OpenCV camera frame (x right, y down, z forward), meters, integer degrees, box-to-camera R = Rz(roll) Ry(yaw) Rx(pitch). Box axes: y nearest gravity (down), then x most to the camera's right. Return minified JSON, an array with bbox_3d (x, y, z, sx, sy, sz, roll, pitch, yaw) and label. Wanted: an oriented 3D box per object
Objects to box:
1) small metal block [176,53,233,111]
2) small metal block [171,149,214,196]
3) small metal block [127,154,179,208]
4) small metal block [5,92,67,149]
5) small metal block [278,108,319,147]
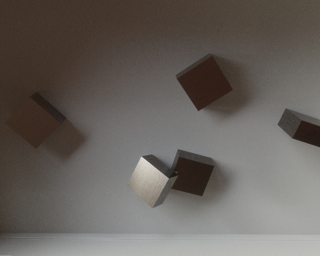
[{"bbox_3d":[0.055,-0.058,0.391,0.050,0.025,0.050,-32,107,11],"label":"small metal block"},{"bbox_3d":[0.042,0.063,0.435,0.050,0.025,0.050,15,109,-6],"label":"small metal block"},{"bbox_3d":[-0.011,0.072,0.424,0.050,0.025,0.050,36,110,26],"label":"small metal block"},{"bbox_3d":[-0.162,-0.010,0.405,0.050,0.025,0.050,-42,105,13],"label":"small metal block"},{"bbox_3d":[0.190,0.000,0.401,0.050,0.050,0.025,17,109,-7],"label":"small metal block"}]
